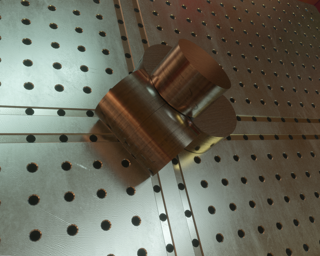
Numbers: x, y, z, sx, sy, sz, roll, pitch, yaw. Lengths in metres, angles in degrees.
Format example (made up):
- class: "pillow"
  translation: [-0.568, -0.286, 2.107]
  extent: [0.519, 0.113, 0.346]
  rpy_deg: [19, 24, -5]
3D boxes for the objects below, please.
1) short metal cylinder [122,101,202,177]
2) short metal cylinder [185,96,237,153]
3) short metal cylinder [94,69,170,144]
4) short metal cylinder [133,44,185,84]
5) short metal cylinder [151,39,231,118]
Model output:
- class: "short metal cylinder"
  translation: [0.003, 0.013, 0.368]
  extent: [0.050, 0.080, 0.080]
  rpy_deg: [47, 51, 4]
- class: "short metal cylinder"
  translation: [0.058, -0.012, 0.431]
  extent: [0.081, 0.050, 0.080]
  rpy_deg: [14, 56, -21]
- class: "short metal cylinder"
  translation: [-0.031, -0.025, 0.373]
  extent: [0.050, 0.080, 0.080]
  rpy_deg: [47, 51, 4]
- class: "short metal cylinder"
  translation: [0.004, -0.071, 0.437]
  extent: [0.081, 0.050, 0.080]
  rpy_deg: [14, 56, -21]
- class: "short metal cylinder"
  translation: [0.037, -0.059, 0.367]
  extent: [0.080, 0.050, 0.080]
  rpy_deg: [31, 32, -22]
